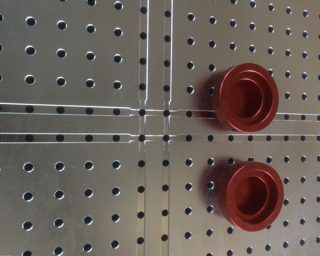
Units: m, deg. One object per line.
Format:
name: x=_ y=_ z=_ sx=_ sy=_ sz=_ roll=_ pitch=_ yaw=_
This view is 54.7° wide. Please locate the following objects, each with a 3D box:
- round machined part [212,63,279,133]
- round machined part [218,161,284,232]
round machined part: x=0.119 y=-0.042 z=0.449 sx=0.099 sy=0.042 sz=0.097 roll=0 pitch=90 yaw=-21
round machined part: x=0.127 y=0.097 z=0.453 sx=0.099 sy=0.042 sz=0.097 roll=0 pitch=90 yaw=-21
